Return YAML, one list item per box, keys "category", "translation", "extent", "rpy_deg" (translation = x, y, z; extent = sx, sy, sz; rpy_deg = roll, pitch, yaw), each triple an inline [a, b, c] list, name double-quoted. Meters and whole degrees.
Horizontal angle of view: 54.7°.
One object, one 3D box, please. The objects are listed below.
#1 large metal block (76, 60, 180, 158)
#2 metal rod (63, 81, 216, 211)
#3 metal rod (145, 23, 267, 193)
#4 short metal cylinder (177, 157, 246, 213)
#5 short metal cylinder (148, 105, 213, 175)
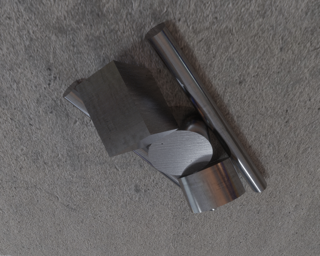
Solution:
- category: "large metal block"
  translation: [-0.031, -0.021, 0.334]
  extent: [0.050, 0.080, 0.080]
  rpy_deg: [-30, 83, 22]
- category: "metal rod"
  translation: [-0.010, 0.040, 0.442]
  extent: [0.025, 0.025, 0.300]
  rpy_deg: [-33, 123, 25]
- category: "metal rod"
  translation: [0.075, -0.005, 0.404]
  extent: [0.025, 0.025, 0.300]
  rpy_deg: [-26, 126, 20]
- category: "short metal cylinder"
  translation: [0.071, 0.078, 0.432]
  extent: [0.080, 0.080, 0.050]
  rpy_deg: [-25, 84, 19]
- category: "short metal cylinder"
  translation: [0.026, 0.017, 0.407]
  extent: [0.081, 0.050, 0.079]
  rpy_deg: [0, 130, 0]
